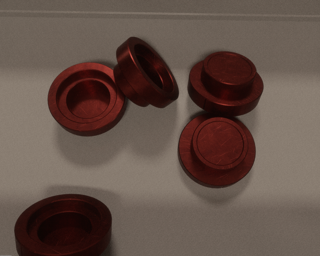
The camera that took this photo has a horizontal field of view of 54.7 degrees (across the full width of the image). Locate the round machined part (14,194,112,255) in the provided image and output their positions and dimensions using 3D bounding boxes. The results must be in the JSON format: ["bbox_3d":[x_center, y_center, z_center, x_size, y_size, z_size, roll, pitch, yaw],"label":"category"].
[{"bbox_3d":[-0.103,0.118,0.338,0.099,0.098,0.042,6,112,2],"label":"round machined part"}]

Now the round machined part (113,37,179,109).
[{"bbox_3d":[-0.022,-0.066,0.405,0.042,0.099,0.098,-34,70,25],"label":"round machined part"}]

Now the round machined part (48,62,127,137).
[{"bbox_3d":[-0.093,-0.035,0.412,0.099,0.042,0.098,0,70,-1],"label":"round machined part"}]

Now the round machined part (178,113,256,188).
[{"bbox_3d":[0.073,0.025,0.393,0.099,0.042,0.098,0,70,-1],"label":"round machined part"}]

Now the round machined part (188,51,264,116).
[{"bbox_3d":[0.088,-0.064,0.408,0.099,0.042,0.098,2,49,-2],"label":"round machined part"}]
